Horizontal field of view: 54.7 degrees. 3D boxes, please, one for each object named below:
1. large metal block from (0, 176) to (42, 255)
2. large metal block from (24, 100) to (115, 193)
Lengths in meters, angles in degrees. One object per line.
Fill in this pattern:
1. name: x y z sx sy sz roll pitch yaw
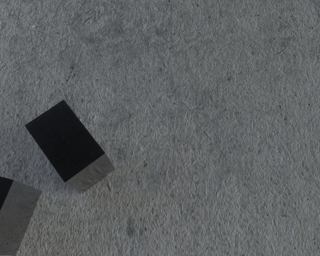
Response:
1. large metal block: -0.184 0.097 0.342 0.050 0.080 0.080 14 71 5
2. large metal block: -0.102 0.025 0.369 0.050 0.080 0.080 -37 74 -12
